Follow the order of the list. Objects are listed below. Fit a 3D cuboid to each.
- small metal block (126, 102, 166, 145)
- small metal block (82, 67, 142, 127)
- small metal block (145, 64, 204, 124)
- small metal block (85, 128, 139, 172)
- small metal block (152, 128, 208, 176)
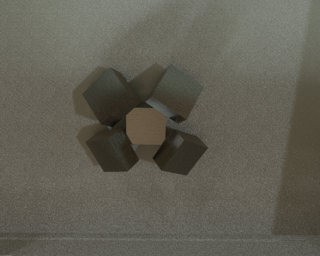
[{"bbox_3d":[-0.018,-0.006,0.406,0.050,0.025,0.050,1,110,-1],"label":"small metal block"},{"bbox_3d":[-0.060,-0.037,0.381,0.050,0.025,0.050,-41,68,14],"label":"small metal block"},{"bbox_3d":[0.018,-0.041,0.381,0.050,0.025,0.050,33,69,-12],"label":"small metal block"},{"bbox_3d":[-0.063,0.030,0.407,0.050,0.025,0.050,-9,116,44],"label":"small metal block"},{"bbox_3d":[0.027,0.033,0.410,0.050,0.025,0.050,19,113,-44],"label":"small metal block"}]
